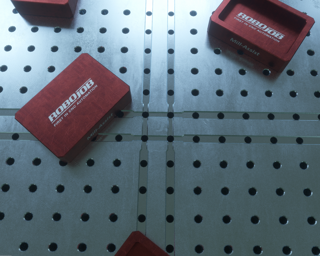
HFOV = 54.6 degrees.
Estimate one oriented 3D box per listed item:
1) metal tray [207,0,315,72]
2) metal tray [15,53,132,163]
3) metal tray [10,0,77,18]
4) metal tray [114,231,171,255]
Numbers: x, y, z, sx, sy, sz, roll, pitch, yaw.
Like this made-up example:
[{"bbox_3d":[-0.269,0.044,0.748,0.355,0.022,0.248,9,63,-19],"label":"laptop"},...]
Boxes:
[{"bbox_3d":[0.150,-0.154,0.465,0.130,0.030,0.090,33,73,11],"label":"metal tray"},{"bbox_3d":[-0.114,-0.029,0.419,0.090,0.030,0.130,39,74,13],"label":"metal tray"},{"bbox_3d":[-0.175,-0.242,0.496,0.090,0.030,0.130,6,70,2],"label":"metal tray"},{"bbox_3d":[-0.003,0.189,0.340,0.130,0.030,0.090,35,74,12],"label":"metal tray"}]
